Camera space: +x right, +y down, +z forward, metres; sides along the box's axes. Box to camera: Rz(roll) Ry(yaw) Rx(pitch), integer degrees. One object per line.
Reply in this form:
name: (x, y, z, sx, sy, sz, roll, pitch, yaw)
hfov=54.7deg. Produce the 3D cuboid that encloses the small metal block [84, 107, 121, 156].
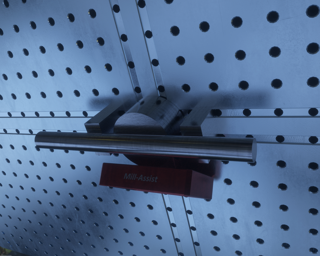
small metal block: (-0.074, 0.004, 0.437, 0.025, 0.050, 0.050, -1, 118, 29)

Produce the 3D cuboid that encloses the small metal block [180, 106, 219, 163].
small metal block: (0.050, 0.007, 0.374, 0.025, 0.050, 0.050, -1, 118, 29)

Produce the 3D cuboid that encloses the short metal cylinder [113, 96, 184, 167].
short metal cylinder: (-0.013, 0.005, 0.405, 0.080, 0.050, 0.079, 13, 124, 21)

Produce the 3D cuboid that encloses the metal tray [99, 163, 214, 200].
metal tray: (-0.004, 0.072, 0.419, 0.130, 0.090, 0.030, 1, 76, 28)

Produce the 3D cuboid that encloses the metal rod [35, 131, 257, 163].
metal rod: (-0.039, 0.020, 0.379, 0.300, 0.025, 0.025, 1, 119, 28)
